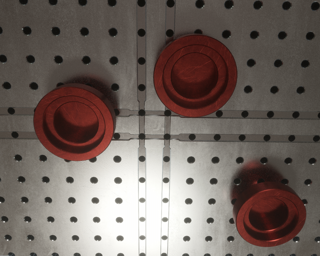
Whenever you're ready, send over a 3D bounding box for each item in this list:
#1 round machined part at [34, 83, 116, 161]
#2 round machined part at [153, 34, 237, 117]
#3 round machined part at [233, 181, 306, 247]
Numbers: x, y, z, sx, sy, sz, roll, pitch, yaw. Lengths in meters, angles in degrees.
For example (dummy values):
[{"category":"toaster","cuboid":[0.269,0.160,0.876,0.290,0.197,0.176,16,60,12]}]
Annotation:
[{"category":"round machined part","cuboid":[-0.106,-0.010,0.399,0.099,0.042,0.097,0,110,-1]},{"category":"round machined part","cuboid":[0.041,-0.066,0.381,0.099,0.042,0.097,0,110,-1]},{"category":"round machined part","cuboid":[0.155,0.120,0.451,0.099,0.042,0.097,0,110,-1]}]
